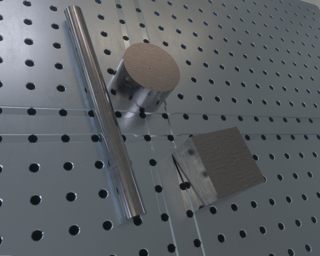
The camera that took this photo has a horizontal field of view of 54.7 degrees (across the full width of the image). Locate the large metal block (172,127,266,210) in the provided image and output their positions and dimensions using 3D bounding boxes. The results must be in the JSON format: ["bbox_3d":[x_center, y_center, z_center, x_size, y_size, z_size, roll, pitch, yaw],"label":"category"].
[{"bbox_3d":[0.075,0.050,0.402,0.081,0.050,0.080,-11,67,-33],"label":"large metal block"}]

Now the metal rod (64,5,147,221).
[{"bbox_3d":[-0.075,-0.034,0.388,0.025,0.025,0.299,-7,65,-31],"label":"metal rod"}]

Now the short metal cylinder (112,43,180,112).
[{"bbox_3d":[-0.020,-0.069,0.424,0.081,0.050,0.080,14,56,-21],"label":"short metal cylinder"}]
